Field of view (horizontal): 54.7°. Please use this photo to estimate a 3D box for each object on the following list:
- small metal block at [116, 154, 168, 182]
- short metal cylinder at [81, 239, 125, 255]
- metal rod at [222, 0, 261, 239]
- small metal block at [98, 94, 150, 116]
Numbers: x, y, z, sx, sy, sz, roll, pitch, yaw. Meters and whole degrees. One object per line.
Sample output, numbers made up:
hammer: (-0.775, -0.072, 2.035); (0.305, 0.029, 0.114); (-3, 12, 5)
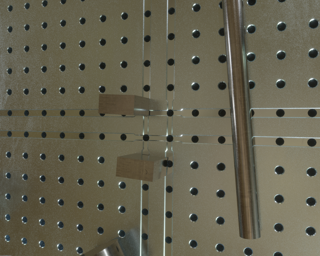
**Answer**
small metal block: (-0.023, 0.051, 0.407); (0.050, 0.050, 0.025); (5, 92, 20)
short metal cylinder: (-0.083, 0.191, 0.412); (0.080, 0.080, 0.050); (-29, 81, 18)
metal rod: (0.098, -0.019, 0.377); (0.025, 0.025, 0.298); (-4, 89, 20)
small metal block: (-0.047, -0.030, 0.416); (0.050, 0.050, 0.025); (4, 92, 20)
